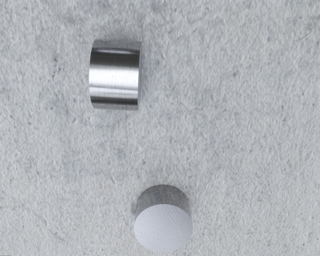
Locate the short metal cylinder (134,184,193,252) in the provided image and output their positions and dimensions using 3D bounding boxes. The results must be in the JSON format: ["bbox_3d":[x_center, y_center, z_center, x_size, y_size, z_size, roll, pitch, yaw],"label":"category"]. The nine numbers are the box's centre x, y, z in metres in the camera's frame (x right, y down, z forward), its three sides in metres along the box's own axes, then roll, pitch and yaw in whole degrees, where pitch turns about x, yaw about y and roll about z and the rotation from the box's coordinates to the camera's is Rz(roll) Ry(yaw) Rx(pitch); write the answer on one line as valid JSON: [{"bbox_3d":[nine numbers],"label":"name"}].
[{"bbox_3d":[0.005,0.129,0.444,0.081,0.050,0.079,0,110,-1],"label":"short metal cylinder"}]

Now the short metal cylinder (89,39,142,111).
[{"bbox_3d":[-0.048,-0.060,0.358,0.050,0.080,0.079,3,110,-2],"label":"short metal cylinder"}]
